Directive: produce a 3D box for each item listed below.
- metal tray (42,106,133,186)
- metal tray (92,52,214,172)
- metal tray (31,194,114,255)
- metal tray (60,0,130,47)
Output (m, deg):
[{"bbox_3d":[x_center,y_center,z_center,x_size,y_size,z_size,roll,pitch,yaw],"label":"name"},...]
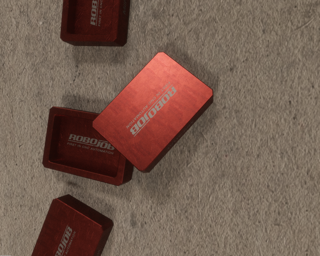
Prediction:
[{"bbox_3d":[-0.099,0.023,0.439,0.130,0.030,0.089,10,93,19],"label":"metal tray"},{"bbox_3d":[-0.008,-0.020,0.388,0.090,0.030,0.130,41,84,15],"label":"metal tray"},{"bbox_3d":[-0.133,0.175,0.452,0.090,0.030,0.129,25,98,17],"label":"metal tray"},{"bbox_3d":[-0.089,-0.183,0.436,0.090,0.030,0.129,6,92,19],"label":"metal tray"}]
